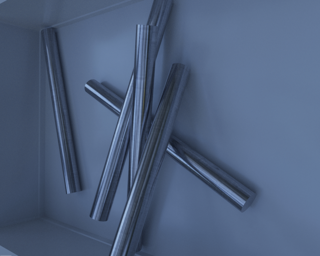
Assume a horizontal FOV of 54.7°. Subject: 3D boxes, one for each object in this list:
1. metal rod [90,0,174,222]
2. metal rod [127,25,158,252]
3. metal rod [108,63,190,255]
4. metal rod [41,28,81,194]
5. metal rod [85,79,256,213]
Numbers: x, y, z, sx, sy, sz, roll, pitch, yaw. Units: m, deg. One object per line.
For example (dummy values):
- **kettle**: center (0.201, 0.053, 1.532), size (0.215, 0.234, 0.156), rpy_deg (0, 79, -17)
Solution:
- **metal rod**: center (-0.038, -0.025, 0.405), size (0.025, 0.025, 0.298), rpy_deg (18, 92, 38)
- **metal rod**: center (-0.026, 0.025, 0.396), size (0.025, 0.025, 0.298), rpy_deg (18, 110, 38)
- **metal rod**: center (-0.017, 0.061, 0.337), size (0.025, 0.025, 0.299), rpy_deg (1, 65, 39)
- **metal rod**: center (-0.176, -0.035, 0.548), size (0.025, 0.025, 0.298), rpy_deg (-20, 78, 38)
- **metal rod**: center (-0.008, 0.007, 0.411), size (0.300, 0.025, 0.025), rpy_deg (36, 112, 34)
